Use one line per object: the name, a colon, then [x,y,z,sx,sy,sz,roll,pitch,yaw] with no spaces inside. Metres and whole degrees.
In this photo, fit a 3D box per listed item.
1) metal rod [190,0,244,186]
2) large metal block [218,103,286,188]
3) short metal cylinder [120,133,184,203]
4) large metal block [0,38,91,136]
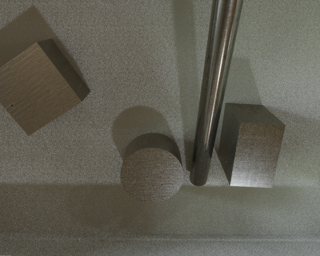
metal rod: [0.056,-0.032,0.334,0.025,0.025,0.298,0,136,-1]
large metal block: [0.110,0.019,0.391,0.050,0.080,0.079,3,110,-2]
short metal cylinder: [-0.010,0.053,0.417,0.081,0.050,0.079,0,110,-1]
large metal block: [-0.146,-0.050,0.377,0.080,0.050,0.080,-31,108,10]
